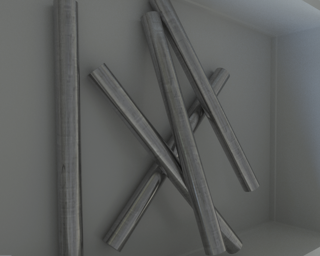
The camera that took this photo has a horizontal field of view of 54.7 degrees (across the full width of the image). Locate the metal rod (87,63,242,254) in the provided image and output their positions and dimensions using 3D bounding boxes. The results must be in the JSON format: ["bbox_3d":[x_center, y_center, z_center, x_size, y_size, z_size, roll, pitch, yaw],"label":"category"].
[{"bbox_3d":[0.016,0.049,0.386,0.025,0.025,0.300,-47,109,-30],"label":"metal rod"}]

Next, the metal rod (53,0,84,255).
[{"bbox_3d":[-0.096,0.018,0.326,0.025,0.025,0.298,-2,91,-40],"label":"metal rod"}]

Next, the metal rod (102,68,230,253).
[{"bbox_3d":[0.021,0.026,0.423,0.025,0.025,0.301,50,61,-29],"label":"metal rod"}]

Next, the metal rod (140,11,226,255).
[{"bbox_3d":[0.026,0.000,0.378,0.025,0.025,0.299,-9,81,-40],"label":"metal rod"}]

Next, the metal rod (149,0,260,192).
[{"bbox_3d":[0.066,-0.043,0.430,0.025,0.025,0.299,-35,103,-34],"label":"metal rod"}]
